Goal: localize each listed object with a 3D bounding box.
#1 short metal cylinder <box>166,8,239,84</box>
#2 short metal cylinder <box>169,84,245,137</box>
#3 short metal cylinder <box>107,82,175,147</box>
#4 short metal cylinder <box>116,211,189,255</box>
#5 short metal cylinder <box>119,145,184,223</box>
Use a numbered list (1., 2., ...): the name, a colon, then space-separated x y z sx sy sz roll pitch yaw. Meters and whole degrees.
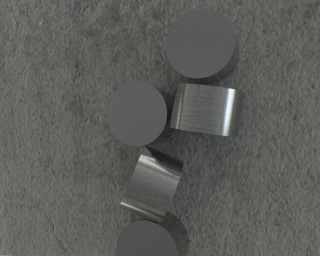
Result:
1. short metal cylinder: 0.053 -0.096 0.376 0.080 0.050 0.079 0 90 19
2. short metal cylinder: 0.054 -0.021 0.360 0.080 0.080 0.050 9 93 19
3. short metal cylinder: -0.021 -0.017 0.402 0.080 0.050 0.079 0 90 19
4. short metal cylinder: -0.008 0.151 0.398 0.080 0.050 0.079 0 90 19
5. short metal cylinder: -0.010 0.067 0.376 0.050 0.080 0.080 23 98 -1
